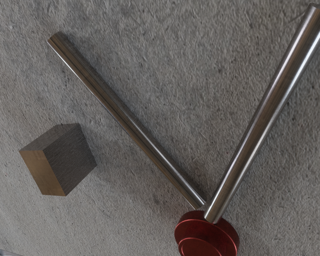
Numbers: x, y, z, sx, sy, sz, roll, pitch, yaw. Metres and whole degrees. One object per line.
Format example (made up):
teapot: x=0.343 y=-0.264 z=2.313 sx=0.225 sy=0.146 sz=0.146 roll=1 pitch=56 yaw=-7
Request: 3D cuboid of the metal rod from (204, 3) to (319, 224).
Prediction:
metal rod: x=0.108 y=0.012 z=0.356 sx=0.025 sy=0.025 sz=0.298 roll=25 pitch=127 yaw=12

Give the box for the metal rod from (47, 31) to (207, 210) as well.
metal rod: x=-0.040 y=-0.005 z=0.422 sx=0.300 sy=0.025 sz=0.025 roll=49 pitch=128 yaw=-7

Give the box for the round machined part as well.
round machined part: x=0.067 y=0.176 z=0.469 sx=0.098 sy=0.042 sz=0.097 roll=13 pitch=124 yaw=20

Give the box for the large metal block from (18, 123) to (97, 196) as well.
large metal block: x=-0.154 y=0.047 z=0.479 sx=0.050 sy=0.080 sz=0.080 roll=-4 pitch=117 yaw=30
